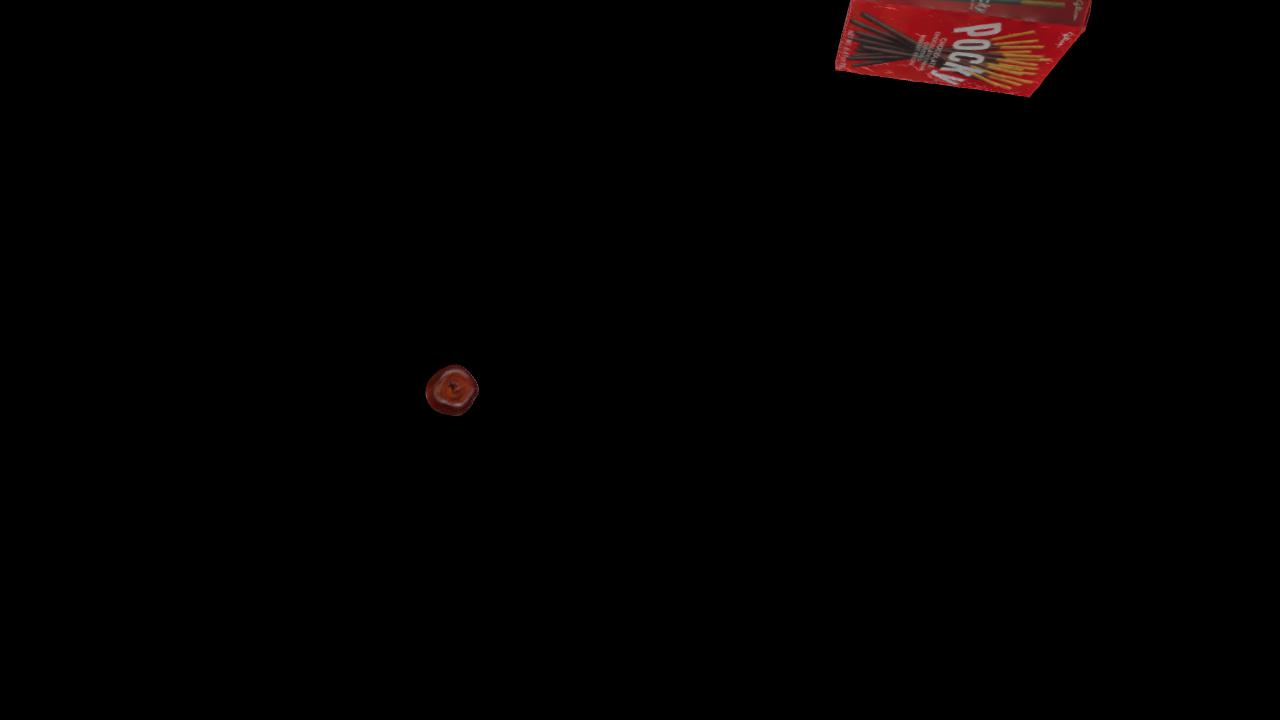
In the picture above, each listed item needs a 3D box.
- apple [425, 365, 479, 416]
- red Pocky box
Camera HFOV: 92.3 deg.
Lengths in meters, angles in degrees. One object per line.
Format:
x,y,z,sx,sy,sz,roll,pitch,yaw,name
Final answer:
-0.288,0.047,0.942,0.079,0.079,0.093,0,-13,-20,apple
0.230,-0.240,0.457,0.155,0.028,0.083,14,-8,11,red Pocky box
